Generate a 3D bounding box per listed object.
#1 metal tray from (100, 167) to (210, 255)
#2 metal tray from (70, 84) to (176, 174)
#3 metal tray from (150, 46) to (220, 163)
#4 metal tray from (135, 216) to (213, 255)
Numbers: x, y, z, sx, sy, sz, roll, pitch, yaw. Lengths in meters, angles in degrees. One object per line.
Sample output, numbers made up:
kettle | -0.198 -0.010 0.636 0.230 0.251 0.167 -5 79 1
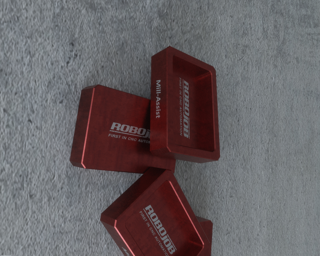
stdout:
metal tray | 0.000 0.122 0.361 0.090 0.030 0.130 -41 115 -32
metal tray | -0.035 0.008 0.372 0.131 0.030 0.090 13 82 -39
metal tray | 0.032 -0.026 0.387 0.091 0.030 0.129 14 69 -39
metal tray | 0.015 0.172 0.414 0.131 0.030 0.089 7 86 -40
